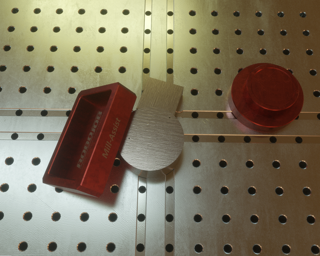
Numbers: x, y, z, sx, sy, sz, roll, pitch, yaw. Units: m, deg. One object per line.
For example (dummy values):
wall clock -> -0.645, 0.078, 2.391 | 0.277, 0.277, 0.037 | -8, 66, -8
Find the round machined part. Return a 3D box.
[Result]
round machined part -> 0.147, -0.047, 0.421 | 0.099, 0.042, 0.098 | 0, 70, 0

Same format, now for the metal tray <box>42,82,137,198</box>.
metal tray -> -0.086, 0.012, 0.375 | 0.090, 0.030, 0.130 | -3, 62, 45

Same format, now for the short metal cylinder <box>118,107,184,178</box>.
short metal cylinder -> -0.011, 0.020, 0.391 | 0.081, 0.050, 0.080 | 0, 70, 0

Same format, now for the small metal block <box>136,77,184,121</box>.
small metal block -> 0.001, -0.036, 0.425 | 0.050, 0.025, 0.050 | 17, 71, 6
